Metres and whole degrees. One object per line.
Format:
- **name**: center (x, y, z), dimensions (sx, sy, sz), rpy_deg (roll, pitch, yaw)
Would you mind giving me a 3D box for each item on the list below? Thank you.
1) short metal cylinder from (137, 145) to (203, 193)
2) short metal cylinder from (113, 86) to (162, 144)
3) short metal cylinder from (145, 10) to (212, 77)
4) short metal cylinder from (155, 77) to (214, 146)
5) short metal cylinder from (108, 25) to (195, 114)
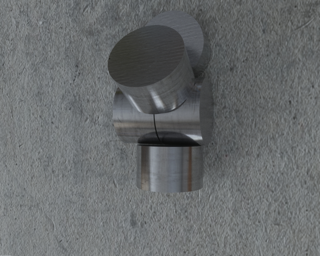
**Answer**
- **short metal cylinder**: center (0.012, 0.045, 0.376), dimensions (0.080, 0.080, 0.050), rpy_deg (0, 90, 19)
- **short metal cylinder**: center (-0.017, -0.020, 0.387), dimensions (0.050, 0.080, 0.079), rpy_deg (1, 90, 19)
- **short metal cylinder**: center (0.020, -0.099, 0.390), dimensions (0.080, 0.050, 0.079), rpy_deg (0, 90, 19)
- **short metal cylinder**: center (0.032, -0.019, 0.369), dimensions (0.050, 0.080, 0.079), rpy_deg (0, 90, 20)
- **short metal cylinder**: center (-0.008, -0.061, 0.329), dimensions (0.080, 0.050, 0.080), rpy_deg (-8, 59, 14)
